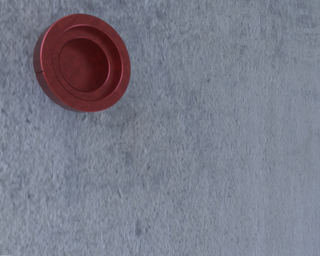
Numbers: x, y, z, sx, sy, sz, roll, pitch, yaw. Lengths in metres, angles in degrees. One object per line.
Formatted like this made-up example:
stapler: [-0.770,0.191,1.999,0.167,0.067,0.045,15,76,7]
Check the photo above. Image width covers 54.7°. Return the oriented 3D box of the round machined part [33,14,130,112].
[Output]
round machined part: [-0.083,-0.065,0.325,0.099,0.042,0.097,0,90,-40]
